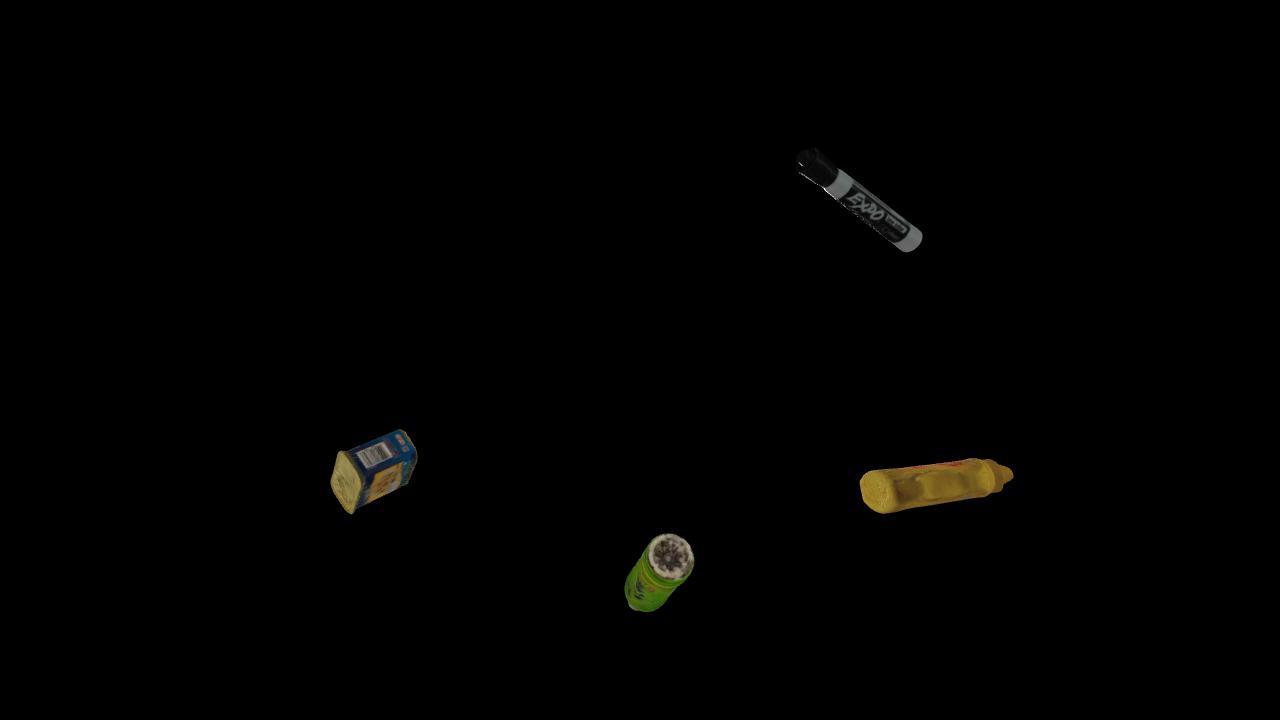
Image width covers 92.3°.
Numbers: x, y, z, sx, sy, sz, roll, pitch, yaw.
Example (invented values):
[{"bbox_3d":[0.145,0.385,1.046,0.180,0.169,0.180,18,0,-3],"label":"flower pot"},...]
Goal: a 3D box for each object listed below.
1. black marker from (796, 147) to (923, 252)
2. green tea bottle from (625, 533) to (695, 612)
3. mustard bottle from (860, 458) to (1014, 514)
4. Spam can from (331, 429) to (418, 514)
[{"bbox_3d":[0.155,-0.112,0.433,0.121,0.020,0.020,25,-12,-27],"label":"black marker"},{"bbox_3d":[0.020,0.328,0.912,0.073,0.073,0.212,0,-38,-16],"label":"green tea bottle"},{"bbox_3d":[0.382,0.155,0.775,0.184,0.054,0.092,-6,-16,-7],"label":"mustard bottle"},{"bbox_3d":[-0.354,0.147,0.823,0.085,0.058,0.101,-25,-22,-46],"label":"Spam can"}]
